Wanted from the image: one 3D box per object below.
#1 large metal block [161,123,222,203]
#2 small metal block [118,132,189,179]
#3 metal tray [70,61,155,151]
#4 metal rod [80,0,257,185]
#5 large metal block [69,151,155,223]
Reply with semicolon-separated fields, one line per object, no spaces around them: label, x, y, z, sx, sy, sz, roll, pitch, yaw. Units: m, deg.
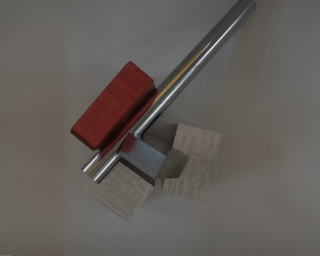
large metal block;0.035;0.039;0.384;0.050;0.080;0.080;14;90;0
small metal block;-0.006;0.029;0.323;0.050;0.050;0.025;30;99;31
metal tray;-0.045;-0.022;0.357;0.030;0.130;0.090;40;91;0
metal rod;0.022;-0.057;0.365;0.025;0.025;0.301;42;72;0
large metal block;-0.053;0.062;0.383;0.080;0.080;0.050;36;90;-1
